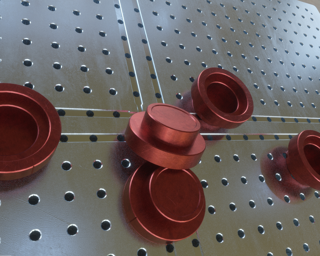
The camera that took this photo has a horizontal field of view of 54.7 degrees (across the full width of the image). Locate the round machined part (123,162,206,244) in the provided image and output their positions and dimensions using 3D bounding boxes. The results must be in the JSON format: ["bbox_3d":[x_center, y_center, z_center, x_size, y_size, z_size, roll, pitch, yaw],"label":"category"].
[{"bbox_3d":[0.011,0.079,0.357,0.099,0.042,0.098,14,56,-21],"label":"round machined part"}]

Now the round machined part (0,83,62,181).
[{"bbox_3d":[-0.153,0.007,0.311,0.099,0.042,0.098,14,56,-21],"label":"round machined part"}]

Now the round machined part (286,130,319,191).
[{"bbox_3d":[0.244,0.055,0.498,0.099,0.042,0.098,14,56,-21],"label":"round machined part"}]

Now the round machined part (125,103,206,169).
[{"bbox_3d":[0.010,0.004,0.375,0.099,0.042,0.098,17,26,-8],"label":"round machined part"}]

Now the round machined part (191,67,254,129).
[{"bbox_3d":[0.090,-0.041,0.473,0.099,0.042,0.098,14,56,-21],"label":"round machined part"}]
